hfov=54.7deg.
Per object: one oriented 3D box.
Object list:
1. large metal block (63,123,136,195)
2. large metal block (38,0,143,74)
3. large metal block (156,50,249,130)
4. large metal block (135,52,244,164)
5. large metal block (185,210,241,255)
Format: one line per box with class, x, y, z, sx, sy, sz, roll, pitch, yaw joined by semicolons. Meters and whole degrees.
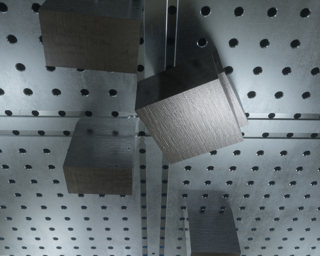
large metal block;-0.075;0.040;0.408;0.081;0.080;0.050;2;130;-3
large metal block;-0.059;-0.097;0.292;0.081;0.080;0.050;4;130;-4
large metal block;0.049;-0.032;0.369;0.080;0.050;0.080;-23;127;17
large metal block;0.030;-0.018;0.315;0.080;0.050;0.080;-20;128;16
large metal block;0.089;0.192;0.541;0.081;0.080;0.050;2;130;-2
